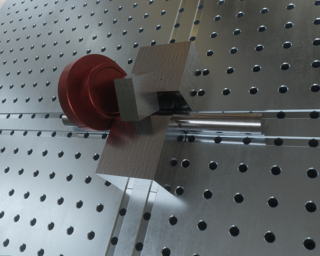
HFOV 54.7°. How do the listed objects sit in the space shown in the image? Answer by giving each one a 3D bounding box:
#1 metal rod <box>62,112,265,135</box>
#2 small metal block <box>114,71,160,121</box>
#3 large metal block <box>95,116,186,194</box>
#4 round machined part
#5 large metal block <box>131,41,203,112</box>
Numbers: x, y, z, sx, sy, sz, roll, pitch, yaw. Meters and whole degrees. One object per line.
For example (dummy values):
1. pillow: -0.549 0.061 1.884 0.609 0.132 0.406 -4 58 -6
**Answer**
1. metal rod: -0.015 -0.010 0.422 0.300 0.025 0.025 2 63 29
2. small metal block: -0.027 -0.039 0.374 0.025 0.050 0.050 1 18 29
3. large metal block: -0.022 0.031 0.385 0.080 0.050 0.080 1 62 29
4. round machined part: -0.073 -0.045 0.390 0.042 0.098 0.098 -4 59 43
5. large metal block: 0.008 -0.069 0.431 0.080 0.050 0.080 1 62 28
